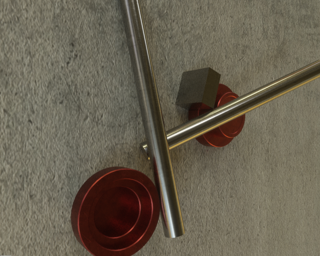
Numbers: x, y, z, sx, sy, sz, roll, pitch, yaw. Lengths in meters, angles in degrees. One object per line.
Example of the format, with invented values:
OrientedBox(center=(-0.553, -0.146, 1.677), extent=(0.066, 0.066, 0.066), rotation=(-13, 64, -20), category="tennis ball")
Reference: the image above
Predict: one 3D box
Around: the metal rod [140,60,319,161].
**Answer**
OrientedBox(center=(0.112, -0.031, 0.430), extent=(0.302, 0.025, 0.025), rotation=(-25, 107, -15), category="metal rod")

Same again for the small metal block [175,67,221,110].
OrientedBox(center=(0.053, -0.053, 0.432), extent=(0.025, 0.050, 0.050), rotation=(23, 76, -38), category="small metal block")

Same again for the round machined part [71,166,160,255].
OrientedBox(center=(-0.052, 0.092, 0.347), extent=(0.099, 0.042, 0.097), rotation=(-1, 91, -35), category="round machined part")

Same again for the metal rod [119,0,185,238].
OrientedBox(center=(-0.011, -0.021, 0.369), extent=(0.025, 0.025, 0.298), rotation=(-10, 89, -40), category="metal rod")

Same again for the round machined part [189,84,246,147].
OrientedBox(center=(0.093, -0.019, 0.471), extent=(0.099, 0.042, 0.097), rotation=(0, 90, -40), category="round machined part")
